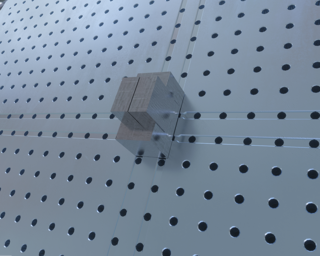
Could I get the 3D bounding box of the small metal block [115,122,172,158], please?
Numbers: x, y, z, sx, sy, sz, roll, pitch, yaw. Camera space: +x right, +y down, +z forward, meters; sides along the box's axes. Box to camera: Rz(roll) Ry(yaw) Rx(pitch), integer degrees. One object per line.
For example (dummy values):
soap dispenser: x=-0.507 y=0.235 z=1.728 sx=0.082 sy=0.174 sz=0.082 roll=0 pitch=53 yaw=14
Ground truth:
small metal block: x=-0.020 y=0.015 z=0.394 sx=0.050 sy=0.050 sz=0.025 roll=2 pitch=62 yaw=29

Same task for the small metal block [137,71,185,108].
small metal block: x=-0.001 y=-0.051 z=0.424 sx=0.050 sy=0.050 sz=0.025 roll=2 pitch=63 yaw=29

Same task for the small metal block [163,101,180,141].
small metal block: x=-0.005 y=-0.012 z=0.419 sx=0.050 sy=0.025 sz=0.050 roll=1 pitch=62 yaw=30

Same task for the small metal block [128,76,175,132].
small metal block: x=-0.009 y=-0.029 z=0.383 sx=0.025 sy=0.050 sz=0.050 roll=1 pitch=62 yaw=30

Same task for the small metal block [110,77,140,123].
small metal block: x=-0.032 y=-0.030 z=0.396 sx=0.025 sy=0.050 sz=0.050 roll=2 pitch=63 yaw=29
